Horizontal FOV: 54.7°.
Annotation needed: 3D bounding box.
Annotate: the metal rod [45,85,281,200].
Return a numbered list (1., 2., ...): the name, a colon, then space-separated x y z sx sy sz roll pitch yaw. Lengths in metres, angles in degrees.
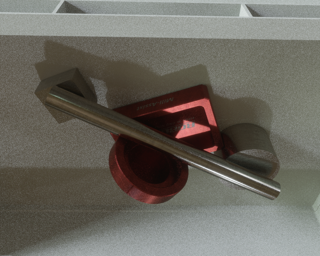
1. metal rod: 0.014 0.023 0.373 0.302 0.025 0.025 24 126 -12

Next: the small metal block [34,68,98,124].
1. small metal block: -0.111 -0.038 0.373 0.050 0.025 0.050 -17 128 13

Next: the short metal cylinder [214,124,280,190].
1. short metal cylinder: 0.117 0.040 0.427 0.081 0.050 0.079 0 130 0

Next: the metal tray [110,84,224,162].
1. metal tray: 0.009 0.003 0.406 0.130 0.030 0.090 -15 129 12

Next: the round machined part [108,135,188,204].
1. round machined part: -0.017 0.049 0.384 0.099 0.098 0.042 22 134 -18
